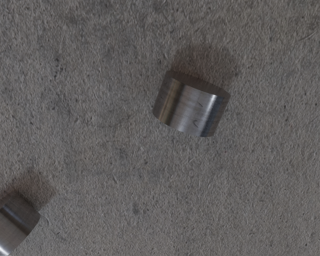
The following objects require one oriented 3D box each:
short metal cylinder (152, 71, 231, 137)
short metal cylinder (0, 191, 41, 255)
[{"bbox_3d":[0.037,-0.030,0.370,0.080,0.080,0.050,18,109,-7],"label":"short metal cylinder"},{"bbox_3d":[-0.215,0.134,0.428,0.080,0.080,0.050,-37,106,12],"label":"short metal cylinder"}]
